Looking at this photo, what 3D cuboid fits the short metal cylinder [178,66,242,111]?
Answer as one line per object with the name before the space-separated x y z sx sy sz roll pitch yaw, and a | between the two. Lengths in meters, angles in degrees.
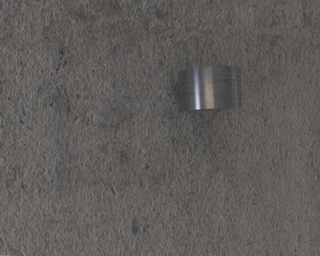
short metal cylinder | 0.065 -0.049 0.403 0.081 0.080 0.050 -4 92 -20
